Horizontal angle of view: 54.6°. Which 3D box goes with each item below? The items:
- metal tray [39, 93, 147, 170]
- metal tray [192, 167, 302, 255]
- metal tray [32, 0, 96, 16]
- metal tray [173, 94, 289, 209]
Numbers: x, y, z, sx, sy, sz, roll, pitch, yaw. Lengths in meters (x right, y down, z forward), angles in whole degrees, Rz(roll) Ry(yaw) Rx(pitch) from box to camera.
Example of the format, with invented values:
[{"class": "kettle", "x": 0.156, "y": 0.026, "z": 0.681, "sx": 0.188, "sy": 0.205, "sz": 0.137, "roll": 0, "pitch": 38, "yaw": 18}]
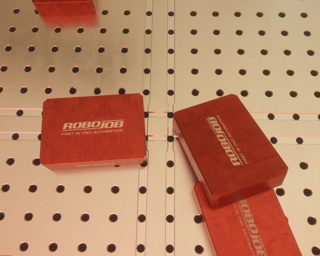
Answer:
[{"class": "metal tray", "x": -0.085, "y": 0.004, "z": 0.407, "sx": 0.131, "sy": 0.030, "sz": 0.090, "roll": -4, "pitch": 70, "yaw": -2}, {"class": "metal tray", "x": 0.101, "y": 0.117, "z": 0.367, "sx": 0.090, "sy": 0.030, "sz": 0.130, "roll": -16, "pitch": 71, "yaw": -6}, {"class": "metal tray", "x": -0.148, "y": -0.243, "z": 0.497, "sx": 0.090, "sy": 0.030, "sz": 0.130, "roll": -2, "pitch": 70, "yaw": -1}, {"class": "metal tray", "x": 0.080, "y": 0.022, "z": 0.379, "sx": 0.090, "sy": 0.030, "sz": 0.130, "roll": -18, "pitch": 52, "yaw": -8}]
